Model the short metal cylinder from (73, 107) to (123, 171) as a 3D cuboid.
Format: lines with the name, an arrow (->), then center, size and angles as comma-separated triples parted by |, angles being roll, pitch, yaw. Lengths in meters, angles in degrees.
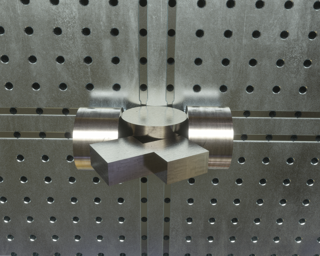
short metal cylinder -> -0.073, 0.013, 0.388 | 0.050, 0.080, 0.079 | 1, 110, 0

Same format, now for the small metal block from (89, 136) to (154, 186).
small metal block -> -0.040, 0.032, 0.325 | 0.050, 0.050, 0.025 | -11, 114, -30

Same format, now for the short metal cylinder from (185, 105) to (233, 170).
short metal cylinder -> 0.058, 0.012, 0.388 | 0.050, 0.080, 0.079 | 1, 110, 0

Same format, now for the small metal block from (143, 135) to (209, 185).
small metal block -> 0.016, 0.032, 0.330 | 0.050, 0.050, 0.025 | -11, 113, -29

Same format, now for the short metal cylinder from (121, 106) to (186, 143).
short metal cylinder -> -0.007, 0.008, 0.386 | 0.081, 0.080, 0.050 | 1, 110, -1
